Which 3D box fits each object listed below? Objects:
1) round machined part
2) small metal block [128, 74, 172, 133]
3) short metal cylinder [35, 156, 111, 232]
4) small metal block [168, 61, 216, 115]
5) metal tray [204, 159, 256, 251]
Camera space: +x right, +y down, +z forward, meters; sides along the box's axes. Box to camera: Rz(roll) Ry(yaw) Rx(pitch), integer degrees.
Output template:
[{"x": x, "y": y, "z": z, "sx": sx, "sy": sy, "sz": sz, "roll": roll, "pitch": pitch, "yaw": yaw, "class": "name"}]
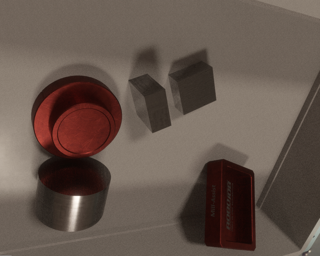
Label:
[{"x": -0.089, "y": -0.006, "z": 0.347, "sx": 0.099, "sy": 0.042, "sz": 0.097, "roll": -14, "pitch": 125, "yaw": -21, "class": "round machined part"}, {"x": -0.012, "y": -0.030, "z": 0.369, "sx": 0.025, "sy": 0.050, "sz": 0.050, "roll": -23, "pitch": 127, "yaw": -15, "class": "small metal block"}, {"x": -0.102, "y": 0.074, "z": 0.364, "sx": 0.081, "sy": 0.080, "sz": 0.050, "roll": 1, "pitch": 118, "yaw": -29, "class": "short metal cylinder"}, {"x": 0.043, "y": -0.052, "z": 0.402, "sx": 0.050, "sy": 0.025, "sz": 0.050, "roll": -25, "pitch": 128, "yaw": -14, "class": "small metal block"}, {"x": 0.114, "y": 0.123, "z": 0.494, "sx": 0.090, "sy": 0.030, "sz": 0.130, "roll": 23, "pitch": 63, "yaw": -37, "class": "metal tray"}]
